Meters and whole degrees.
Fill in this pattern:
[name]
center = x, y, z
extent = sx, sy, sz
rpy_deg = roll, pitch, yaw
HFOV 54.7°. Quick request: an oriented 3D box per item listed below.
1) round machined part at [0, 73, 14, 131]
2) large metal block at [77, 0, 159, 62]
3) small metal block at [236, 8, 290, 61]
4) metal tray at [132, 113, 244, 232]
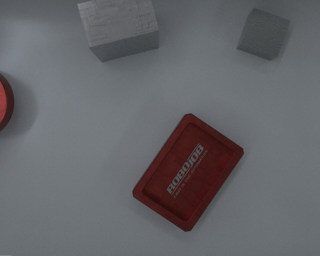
[round machined part]
center = -0.237, -0.033, 0.400
extent = 0.099, 0.042, 0.097
rpy_deg = 0, 90, -1
[large metal block]
center = -0.046, -0.123, 0.383
extent = 0.080, 0.080, 0.050
rpy_deg = -14, 90, 0
[small metal block]
center = 0.137, -0.124, 0.413
extent = 0.050, 0.025, 0.050
rpy_deg = 19, 90, -1
[metal tray]
center = 0.036, 0.057, 0.409
extent = 0.090, 0.030, 0.130
rpy_deg = 34, 90, -1
